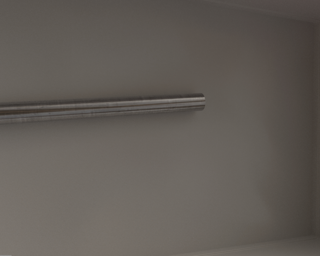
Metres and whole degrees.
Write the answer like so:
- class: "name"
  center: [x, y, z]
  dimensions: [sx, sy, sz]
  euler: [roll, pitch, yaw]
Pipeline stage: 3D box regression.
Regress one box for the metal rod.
- class: "metal rod"
  center: [-0.084, -0.024, 0.380]
  dimensions: [0.303, 0.025, 0.025]
  euler: [-5, 92, -20]
